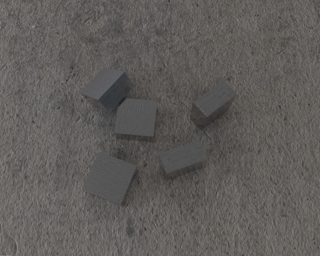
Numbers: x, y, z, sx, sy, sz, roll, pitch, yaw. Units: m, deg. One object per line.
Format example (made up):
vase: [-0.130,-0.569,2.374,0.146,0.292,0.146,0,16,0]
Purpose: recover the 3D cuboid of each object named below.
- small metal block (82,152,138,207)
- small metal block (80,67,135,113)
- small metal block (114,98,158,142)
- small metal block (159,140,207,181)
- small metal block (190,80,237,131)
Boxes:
small metal block: [-0.061,0.064,0.384,0.050,0.025,0.050,20,71,7]
small metal block: [-0.071,-0.052,0.413,0.050,0.025,0.050,23,67,46]
small metal block: [-0.031,-0.010,0.412,0.050,0.025,0.050,5,70,2]
small metal block: [0.027,0.041,0.380,0.050,0.050,0.025,-19,71,-7]
small metal block: [0.068,-0.028,0.406,0.050,0.050,0.025,-37,74,-12]
